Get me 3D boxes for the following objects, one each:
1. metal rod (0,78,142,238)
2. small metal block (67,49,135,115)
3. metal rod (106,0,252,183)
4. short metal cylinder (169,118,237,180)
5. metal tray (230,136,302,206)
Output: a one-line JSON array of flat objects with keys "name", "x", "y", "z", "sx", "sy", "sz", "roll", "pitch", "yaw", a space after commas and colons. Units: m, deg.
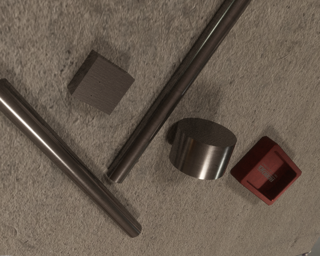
[{"name": "metal rod", "x": -0.099, "y": 0.060, "z": 0.391, "sx": 0.025, "sy": 0.025, "sz": 0.299, "roll": -35, "pitch": 129, "yaw": -6}, {"name": "small metal block", "x": -0.065, "y": -0.049, "z": 0.342, "sx": 0.050, "sy": 0.025, "sz": 0.050, "roll": 29, "pitch": 102, "yaw": -38}, {"name": "metal rod", "x": 0.024, "y": -0.054, "z": 0.388, "sx": 0.025, "sy": 0.025, "sz": 0.299, "roll": 27, "pitch": 103, "yaw": -38}, {"name": "short metal cylinder", "x": 0.057, "y": 0.026, "z": 0.421, "sx": 0.081, "sy": 0.080, "sz": 0.050, "roll": 0, "pitch": 119, "yaw": -29}, {"name": "metal tray", "x": 0.196, "y": 0.081, "z": 0.564, "sx": 0.090, "sy": 0.030, "sz": 0.130, "roll": -48, "pitch": 129, "yaw": 5}]
